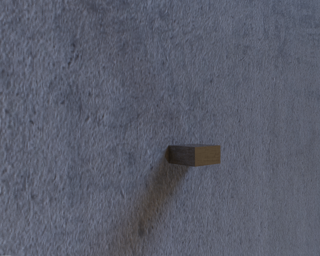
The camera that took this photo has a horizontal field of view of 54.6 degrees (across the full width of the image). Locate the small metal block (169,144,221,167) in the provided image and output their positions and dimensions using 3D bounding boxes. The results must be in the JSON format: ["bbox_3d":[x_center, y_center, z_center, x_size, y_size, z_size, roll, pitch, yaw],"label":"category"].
[{"bbox_3d":[0.047,0.036,0.427,0.050,0.050,0.025,-1,91,-40],"label":"small metal block"}]
